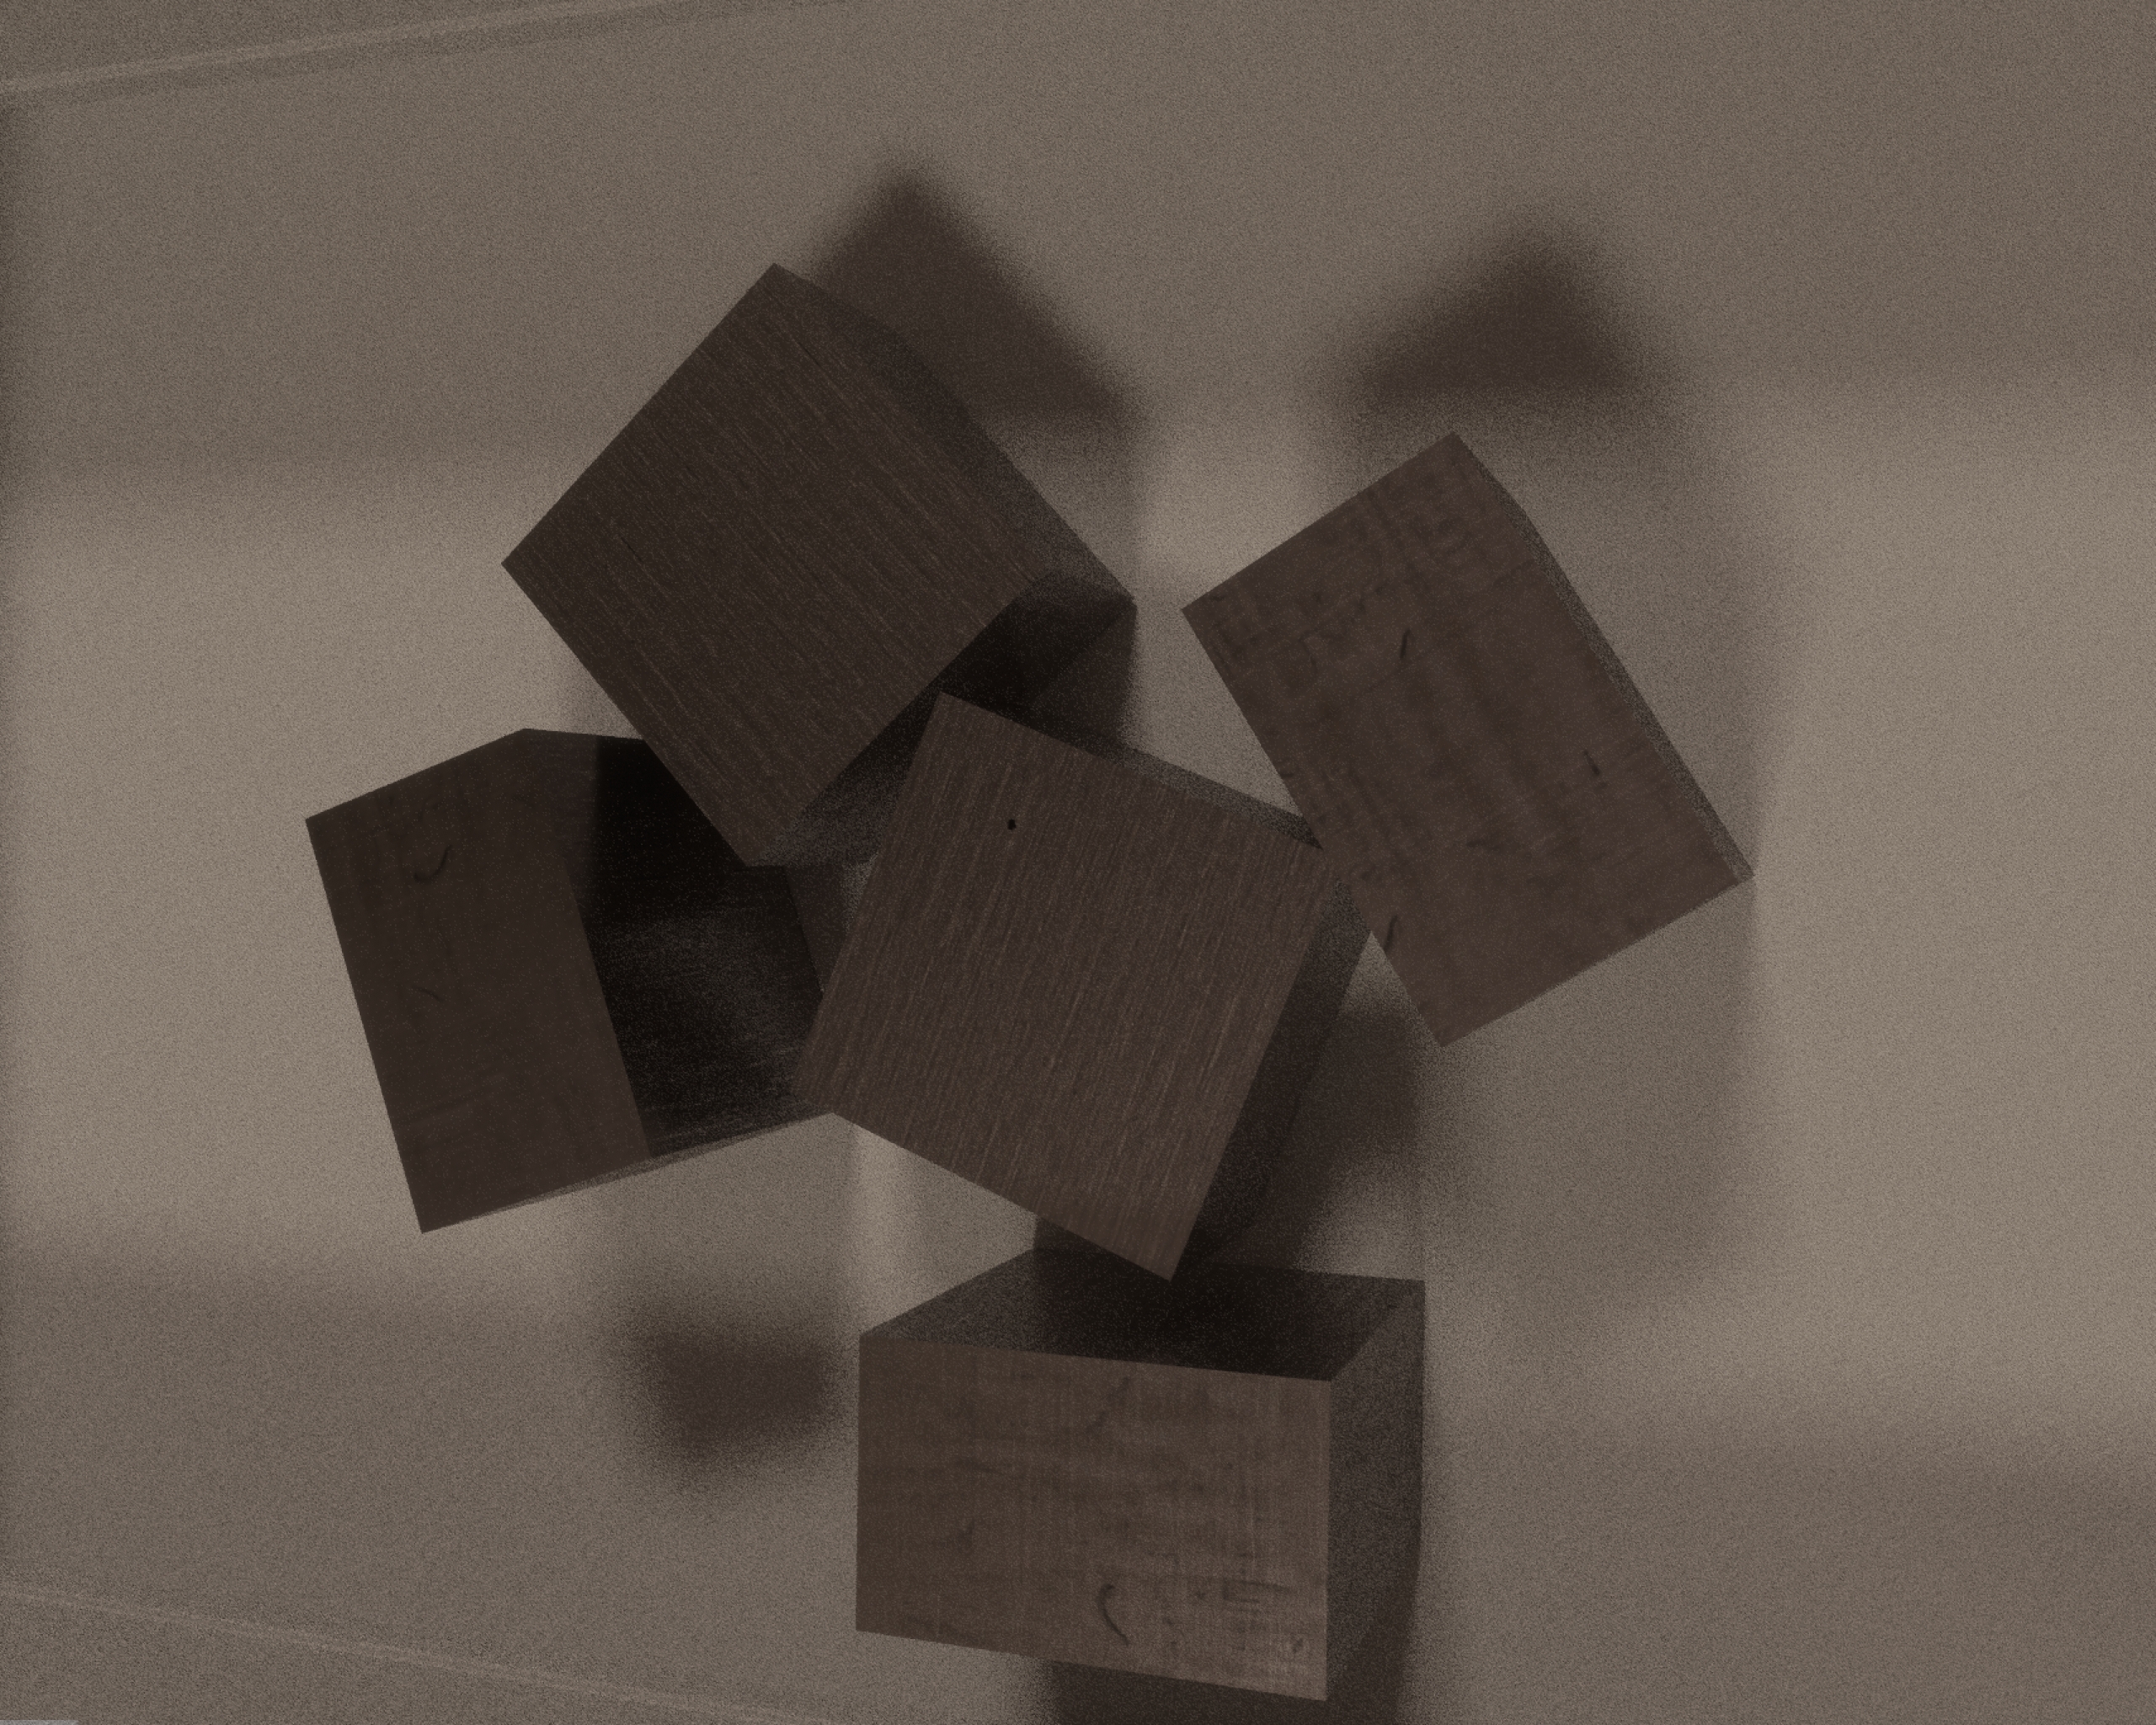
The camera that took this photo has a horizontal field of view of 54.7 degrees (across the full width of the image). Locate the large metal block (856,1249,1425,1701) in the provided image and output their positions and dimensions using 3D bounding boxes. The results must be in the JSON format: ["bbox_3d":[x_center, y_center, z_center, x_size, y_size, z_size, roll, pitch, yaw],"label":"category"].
[{"bbox_3d":[0.015,0.105,0.375,0.080,0.080,0.050,1,91,19],"label":"large metal block"}]

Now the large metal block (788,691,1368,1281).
[{"bbox_3d":[0.004,0.021,0.394,0.080,0.050,0.080,24,98,18],"label":"large metal block"}]

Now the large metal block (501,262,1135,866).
[{"bbox_3d":[-0.051,-0.056,0.412,0.080,0.050,0.080,-44,77,14],"label":"large metal block"}]

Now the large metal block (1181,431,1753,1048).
[{"bbox_3d":[0.070,-0.019,0.354,0.050,0.080,0.080,-32,80,17],"label":"large metal block"}]

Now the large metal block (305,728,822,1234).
[{"bbox_3d":[-0.095,0.021,0.412,0.050,0.080,0.080,-20,84,19],"label":"large metal block"}]
